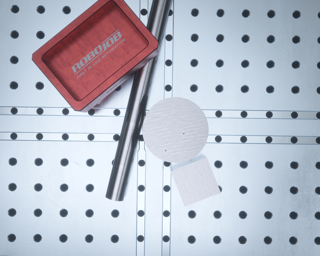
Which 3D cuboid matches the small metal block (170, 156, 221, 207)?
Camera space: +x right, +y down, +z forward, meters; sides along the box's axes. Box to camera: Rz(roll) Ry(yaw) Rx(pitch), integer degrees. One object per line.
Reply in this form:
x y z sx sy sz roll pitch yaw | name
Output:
0.046 0.070 0.414 0.050 0.025 0.050 -22 90 -1 | small metal block

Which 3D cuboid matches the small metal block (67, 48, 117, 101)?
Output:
-0.088 -0.069 0.412 0.050 0.025 0.050 42 90 -1 | small metal block

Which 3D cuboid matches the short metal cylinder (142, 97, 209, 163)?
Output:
0.017 0.002 0.399 0.081 0.050 0.079 0 91 -4 | short metal cylinder

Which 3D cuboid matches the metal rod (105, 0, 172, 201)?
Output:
-0.025 -0.052 0.413 0.025 0.025 0.298 14 90 -1 | metal rod

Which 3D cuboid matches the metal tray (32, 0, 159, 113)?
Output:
-0.077 -0.092 0.384 0.130 0.030 0.090 -40 89 0 | metal tray
